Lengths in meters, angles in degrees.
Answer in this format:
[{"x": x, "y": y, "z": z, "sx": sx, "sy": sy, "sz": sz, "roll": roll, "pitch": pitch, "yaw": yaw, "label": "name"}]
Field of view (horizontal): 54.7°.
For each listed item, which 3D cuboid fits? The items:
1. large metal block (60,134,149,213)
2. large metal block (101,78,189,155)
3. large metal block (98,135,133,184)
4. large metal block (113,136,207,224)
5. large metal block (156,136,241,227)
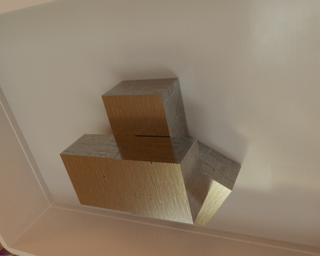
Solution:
[{"x": -0.068, "y": 0.055, "z": 0.396, "sx": 0.080, "sy": 0.050, "sz": 0.080, "roll": 1, "pitch": 119, "yaw": 28, "label": "large metal block"}, {"x": -0.016, "y": -0.015, "z": 0.390, "sx": 0.080, "sy": 0.050, "sz": 0.080, "roll": 2, "pitch": 119, "yaw": 27, "label": "large metal block"}, {"x": -0.048, "y": 0.064, "z": 0.455, "sx": 0.080, "sy": 0.050, "sz": 0.080, "roll": -29, "pitch": 103, "yaw": 37, "label": "large metal block"}, {"x": 0.003, "y": 0.058, "z": 0.358, "sx": 0.080, "sy": 0.050, "sz": 0.080, "roll": 1, "pitch": 119, "yaw": 28, "label": "large metal block"}, {"x": 0.047, "y": 0.070, "z": 0.407, "sx": 0.080, "sy": 0.050, "sz": 0.079, "roll": 30, "pitch": 128, "yaw": 9, "label": "large metal block"}]
